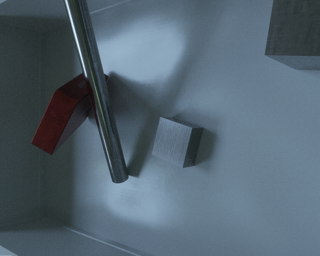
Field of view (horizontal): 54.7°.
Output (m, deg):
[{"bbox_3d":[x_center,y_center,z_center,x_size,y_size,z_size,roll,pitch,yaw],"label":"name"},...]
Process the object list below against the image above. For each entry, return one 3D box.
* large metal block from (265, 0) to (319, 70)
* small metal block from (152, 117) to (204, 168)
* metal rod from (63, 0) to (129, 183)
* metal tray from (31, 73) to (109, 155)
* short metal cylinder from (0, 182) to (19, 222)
[{"bbox_3d":[0.134,-0.094,0.260,0.050,0.081,0.079,12,98,39],"label":"large metal block"},{"bbox_3d":[0.021,0.017,0.387,0.050,0.025,0.050,21,103,37],"label":"small metal block"},{"bbox_3d":[-0.082,-0.059,0.392,0.025,0.025,0.298,12,123,39],"label":"metal rod"},{"bbox_3d":[-0.124,-0.030,0.443,0.030,0.130,0.089,32,115,-5],"label":"metal tray"},{"bbox_3d":[-0.350,0.160,0.658,0.050,0.081,0.080,51,120,27],"label":"short metal cylinder"}]
